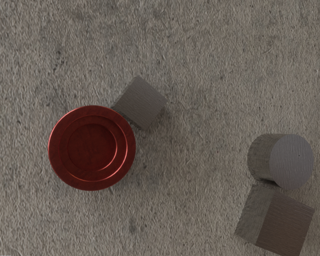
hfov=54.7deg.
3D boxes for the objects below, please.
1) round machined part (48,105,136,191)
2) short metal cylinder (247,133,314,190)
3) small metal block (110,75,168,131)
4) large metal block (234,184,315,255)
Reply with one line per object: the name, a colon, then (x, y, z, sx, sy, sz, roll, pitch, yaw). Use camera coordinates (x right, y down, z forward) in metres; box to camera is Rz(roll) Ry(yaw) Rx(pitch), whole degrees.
round machined part: (-0.082, 0.023, 0.370, 0.099, 0.042, 0.097, 0, 90, -21)
short metal cylinder: (0.180, 0.048, 0.464, 0.081, 0.050, 0.079, 0, 90, -21)
small metal block: (-0.027, -0.031, 0.400, 0.050, 0.025, 0.050, 39, 77, -16)
large metal block: (0.170, 0.139, 0.461, 0.080, 0.050, 0.080, 26, 81, -19)
